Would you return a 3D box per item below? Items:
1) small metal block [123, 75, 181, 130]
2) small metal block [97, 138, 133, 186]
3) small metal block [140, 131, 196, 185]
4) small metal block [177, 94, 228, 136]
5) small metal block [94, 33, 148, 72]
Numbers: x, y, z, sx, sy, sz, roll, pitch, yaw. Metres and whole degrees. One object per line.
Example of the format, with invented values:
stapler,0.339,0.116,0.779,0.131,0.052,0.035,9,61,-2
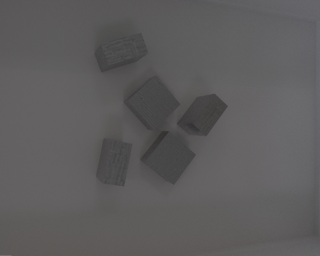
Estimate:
small metal block,-0.010,-0.032,0.406,0.050,0.025,0.050,-44,104,-15
small metal block,-0.057,0.040,0.376,0.025,0.050,0.050,12,86,-20
small metal block,0.011,0.039,0.414,0.050,0.025,0.050,41,77,-16
small metal block,0.056,-0.017,0.418,0.025,0.050,0.050,41,77,-16
small metal block,-0.048,-0.091,0.379,0.050,0.050,0.025,-22,98,-19
